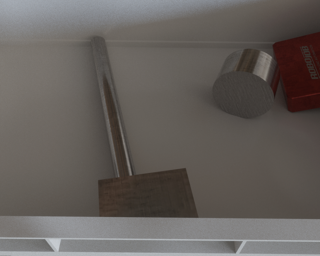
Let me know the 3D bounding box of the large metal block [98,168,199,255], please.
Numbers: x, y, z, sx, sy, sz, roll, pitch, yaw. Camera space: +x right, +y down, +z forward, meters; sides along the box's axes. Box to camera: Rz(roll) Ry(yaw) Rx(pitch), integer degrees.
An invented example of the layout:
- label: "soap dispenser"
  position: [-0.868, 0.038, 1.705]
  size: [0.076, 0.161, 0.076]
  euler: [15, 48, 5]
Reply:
- label: "large metal block"
  position: [-0.012, 0.086, 0.297]
  size: [0.081, 0.080, 0.050]
  euler: [-7, 51, -6]

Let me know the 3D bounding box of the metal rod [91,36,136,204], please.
- label: "metal rod"
  position: [-0.069, -0.033, 0.431]
  size: [0.025, 0.025, 0.300]
  euler: [-11, 51, -9]

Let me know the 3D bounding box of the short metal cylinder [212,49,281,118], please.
- label: "short metal cylinder"
  position: [0.117, -0.060, 0.421]
  size: [0.080, 0.080, 0.050]
  euler: [18, 52, 14]

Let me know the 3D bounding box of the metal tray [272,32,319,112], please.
- label: "metal tray"
  position: [0.225, -0.087, 0.459]
  size: [0.090, 0.030, 0.130]
  euler: [-10, 48, 17]
